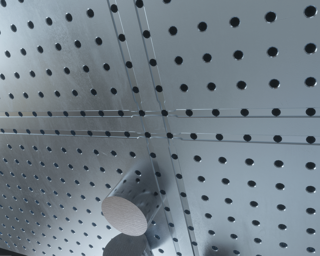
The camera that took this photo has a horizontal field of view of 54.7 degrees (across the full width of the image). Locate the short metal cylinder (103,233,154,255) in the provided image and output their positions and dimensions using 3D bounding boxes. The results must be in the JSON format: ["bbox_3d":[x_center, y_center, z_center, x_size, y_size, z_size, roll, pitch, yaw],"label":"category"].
[{"bbox_3d":[-0.053,0.227,0.542,0.080,0.080,0.050,-5,116,30],"label":"short metal cylinder"}]

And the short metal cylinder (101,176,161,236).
[{"bbox_3d":[-0.045,0.124,0.494,0.080,0.050,0.079,13,124,20],"label":"short metal cylinder"}]
